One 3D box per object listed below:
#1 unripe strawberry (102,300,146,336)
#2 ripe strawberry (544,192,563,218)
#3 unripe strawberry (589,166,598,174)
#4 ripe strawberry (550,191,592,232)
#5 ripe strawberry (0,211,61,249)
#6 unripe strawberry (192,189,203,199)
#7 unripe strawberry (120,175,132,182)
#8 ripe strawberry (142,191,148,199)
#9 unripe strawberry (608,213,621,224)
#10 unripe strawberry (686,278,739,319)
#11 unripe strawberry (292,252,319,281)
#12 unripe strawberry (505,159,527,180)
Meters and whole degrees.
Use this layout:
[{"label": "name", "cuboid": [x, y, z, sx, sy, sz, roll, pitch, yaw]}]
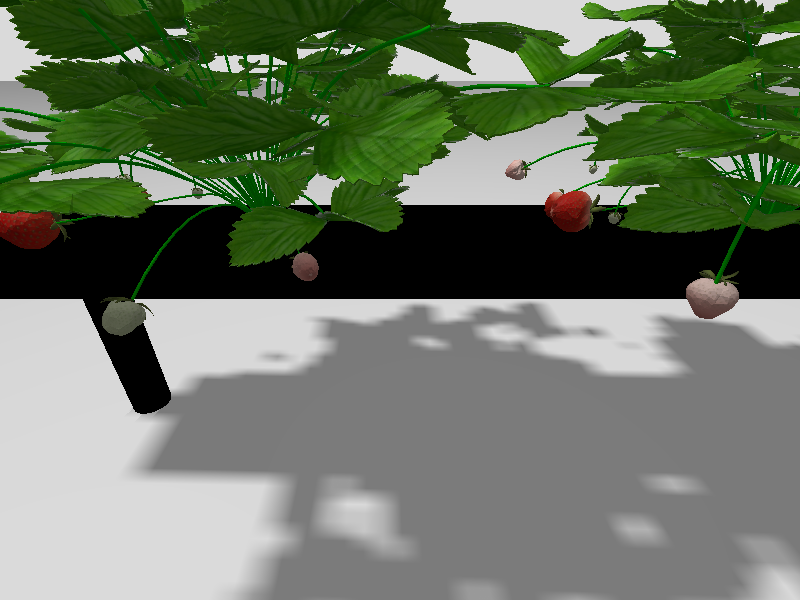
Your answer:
[{"label": "unripe strawberry", "cuboid": [-0.151, 0.010, 0.218, 0.021, 0.019, 0.019, 5, -32, 9]}, {"label": "ripe strawberry", "cuboid": [0.150, -0.090, 0.384, 0.024, 0.023, 0.022, 35, 30, -11]}, {"label": "unripe strawberry", "cuboid": [0.249, -0.168, 0.517, 0.011, 0.010, 0.010, -13, 33, -21]}, {"label": "ripe strawberry", "cuboid": [0.149, -0.078, 0.350, 0.034, 0.035, 0.031, -2, 31, -2]}, {"label": "ripe strawberry", "cuboid": [-0.296, -0.060, 0.318, 0.042, 0.036, 0.042, -8, 31, -12]}, {"label": "unripe strawberry", "cuboid": [-0.222, -0.116, 0.439, 0.011, 0.011, 0.011, 23, 38, 34]}, {"label": "unripe strawberry", "cuboid": [-0.317, -0.136, 0.462, 0.013, 0.015, 0.015, 17, 34, 26]}, {"label": "ripe strawberry", "cuboid": [-0.271, -0.107, 0.415, 0.016, 0.016, 0.018, 12, 32, 19]}, {"label": "unripe strawberry", "cuboid": [0.187, -0.071, 0.350, 0.010, 0.010, 0.009, -2, 31, -4]}, {"label": "unripe strawberry", "cuboid": [0.179, -0.001, 0.232, 0.021, 0.025, 0.025, -27, 40, -37]}, {"label": "unripe strawberry", "cuboid": [-0.063, -0.021, 0.270, 0.017, 0.020, 0.019, -15, 39, -24]}, {"label": "unripe strawberry", "cuboid": [0.147, -0.165, 0.509, 0.028, 0.025, 0.026, -28, 20, -39]}]
